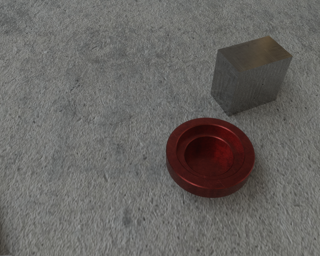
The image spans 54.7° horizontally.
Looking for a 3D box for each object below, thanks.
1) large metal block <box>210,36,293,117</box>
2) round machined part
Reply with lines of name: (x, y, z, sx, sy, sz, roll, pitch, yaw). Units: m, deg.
large metal block: (0.122, -0.071, 0.428, 0.081, 0.080, 0.050, -19, 53, -15)
round machined part: (0.056, 0.038, 0.361, 0.099, 0.042, 0.098, 0, 50, 0)
